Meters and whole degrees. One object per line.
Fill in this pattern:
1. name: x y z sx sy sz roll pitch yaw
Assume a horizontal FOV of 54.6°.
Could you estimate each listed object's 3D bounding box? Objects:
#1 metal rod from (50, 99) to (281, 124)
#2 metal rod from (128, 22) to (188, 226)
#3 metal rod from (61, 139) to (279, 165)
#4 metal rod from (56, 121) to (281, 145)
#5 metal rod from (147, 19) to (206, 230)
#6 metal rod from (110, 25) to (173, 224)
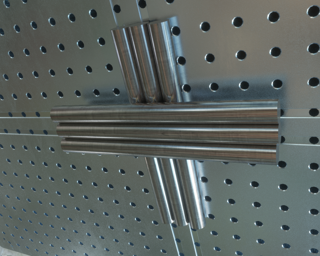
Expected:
1. metal rod: -0.015 -0.018 0.376 0.300 0.025 0.025 1 119 28
2. metal rod: 0.005 0.013 0.417 0.025 0.025 0.298 2 119 27
3. metal rod: -0.008 0.026 0.399 0.300 0.025 0.025 1 119 28
4. metal rod: -0.010 0.004 0.387 0.300 0.025 0.025 1 119 28
5. metal rod: 0.028 0.014 0.406 0.025 0.025 0.298 2 119 27
6. metal rod: -0.016 0.013 0.429 0.025 0.025 0.298 2 119 27
